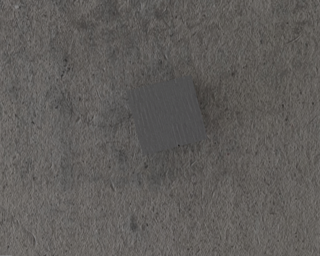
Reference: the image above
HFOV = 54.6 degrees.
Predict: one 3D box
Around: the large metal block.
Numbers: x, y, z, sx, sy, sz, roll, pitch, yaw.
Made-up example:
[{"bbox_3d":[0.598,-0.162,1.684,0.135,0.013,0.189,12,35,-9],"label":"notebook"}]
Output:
[{"bbox_3d":[0.009,-0.016,0.398,0.080,0.050,0.080,-14,90,0],"label":"large metal block"}]
